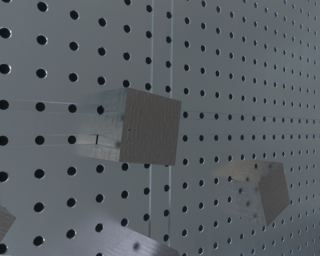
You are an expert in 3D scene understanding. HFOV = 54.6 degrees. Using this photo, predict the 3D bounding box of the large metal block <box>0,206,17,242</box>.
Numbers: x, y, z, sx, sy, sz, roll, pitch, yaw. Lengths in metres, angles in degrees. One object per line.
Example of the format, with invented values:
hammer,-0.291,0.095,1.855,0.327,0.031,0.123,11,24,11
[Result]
large metal block,-0.179,0.086,0.243,0.080,0.050,0.080,42,65,-32

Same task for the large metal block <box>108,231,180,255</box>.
large metal block,-0.025,0.174,0.352,0.080,0.080,0.050,-34,111,-35

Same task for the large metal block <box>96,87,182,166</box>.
large metal block,-0.024,0.001,0.372,0.081,0.050,0.080,10,84,-39

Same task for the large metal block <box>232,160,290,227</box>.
large metal block,0.178,0.111,0.540,0.081,0.050,0.080,-25,106,-37
